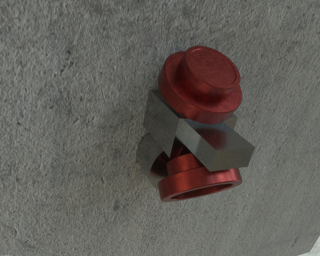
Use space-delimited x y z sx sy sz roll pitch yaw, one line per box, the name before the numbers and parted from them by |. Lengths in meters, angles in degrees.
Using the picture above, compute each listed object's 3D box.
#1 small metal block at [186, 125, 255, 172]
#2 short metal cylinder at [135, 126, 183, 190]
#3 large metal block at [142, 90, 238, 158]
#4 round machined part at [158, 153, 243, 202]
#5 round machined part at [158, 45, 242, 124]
small metal block | 0.064 0.020 0.337 0.050 0.050 0.025 -3 119 -27
short metal cylinder | 0.013 0.041 0.427 0.081 0.050 0.079 -14 125 -21
large metal block | 0.034 -0.008 0.387 0.081 0.080 0.050 -2 120 -28
round machined part | 0.045 0.057 0.373 0.099 0.042 0.098 -11 161 -4
round machined part | 0.051 -0.055 0.351 0.099 0.098 0.042 -2 145 -28
